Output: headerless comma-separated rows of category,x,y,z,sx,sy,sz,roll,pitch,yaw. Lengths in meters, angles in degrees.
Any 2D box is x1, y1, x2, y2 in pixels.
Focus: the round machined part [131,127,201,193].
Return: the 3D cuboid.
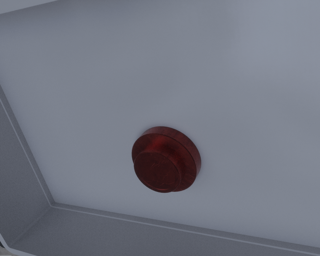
round machined part,0.003,0.050,0.428,0.098,0.042,0.097,13,124,21
